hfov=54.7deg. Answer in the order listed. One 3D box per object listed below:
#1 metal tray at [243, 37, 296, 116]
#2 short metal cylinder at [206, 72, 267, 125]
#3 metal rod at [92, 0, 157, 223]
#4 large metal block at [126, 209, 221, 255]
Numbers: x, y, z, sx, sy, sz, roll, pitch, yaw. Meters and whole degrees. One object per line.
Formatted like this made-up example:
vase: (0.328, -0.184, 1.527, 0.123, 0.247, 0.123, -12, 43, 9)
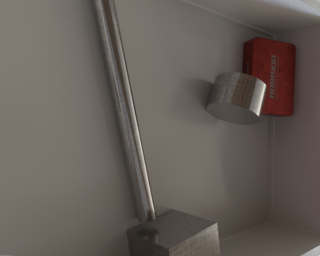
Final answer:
metal tray: (0.193, -0.088, 0.549, 0.091, 0.030, 0.129, 4, 87, -20)
short metal cylinder: (0.117, -0.043, 0.471, 0.080, 0.080, 0.050, 29, 72, -37)
metal rod: (-0.043, -0.030, 0.371, 0.025, 0.025, 0.298, -18, 102, -39)
large metal block: (0.017, 0.147, 0.387, 0.081, 0.080, 0.050, -12, 98, -40)
